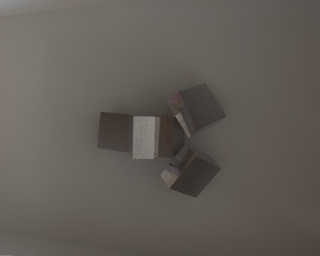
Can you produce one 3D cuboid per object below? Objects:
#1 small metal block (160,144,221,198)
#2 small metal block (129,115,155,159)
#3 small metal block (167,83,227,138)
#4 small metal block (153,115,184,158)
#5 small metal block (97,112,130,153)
[{"bbox_3d":[0.038,0.053,0.379,0.050,0.050,0.025,-53,40,12],"label":"small metal block"},{"bbox_3d":[-0.024,0.010,0.384,0.025,0.050,0.050,1,94,-12],"label":"small metal block"},{"bbox_3d":[0.045,-0.022,0.376,0.050,0.050,0.025,59,139,10],"label":"small metal block"},{"bbox_3d":[0.012,0.010,0.391,0.025,0.050,0.050,1,91,20],"label":"small metal block"},{"bbox_3d":[-0.056,0.005,0.426,0.050,0.025,0.050,7,92,19],"label":"small metal block"}]
